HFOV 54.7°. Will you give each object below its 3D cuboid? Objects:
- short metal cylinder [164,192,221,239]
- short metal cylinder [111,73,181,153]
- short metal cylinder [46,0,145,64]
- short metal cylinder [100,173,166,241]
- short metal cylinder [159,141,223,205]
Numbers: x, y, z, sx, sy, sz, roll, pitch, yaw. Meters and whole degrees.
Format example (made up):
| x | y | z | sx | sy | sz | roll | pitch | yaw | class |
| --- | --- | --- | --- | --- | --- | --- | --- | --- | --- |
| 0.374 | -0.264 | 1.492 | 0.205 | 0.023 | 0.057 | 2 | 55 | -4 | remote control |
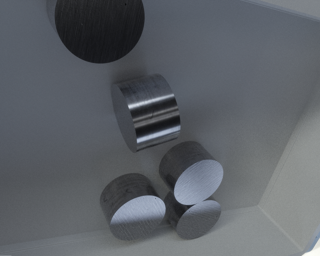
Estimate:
| x | y | z | sx | sy | sz | roll | pitch | yaw | class |
| --- | --- | --- | --- | --- | --- | --- | --- | --- | --- |
| 0.051 | 0.132 | 0.502 | 0.081 | 0.050 | 0.079 | -14 | 124 | -21 | short metal cylinder |
| -0.018 | -0.017 | 0.352 | 0.050 | 0.080 | 0.079 | -18 | 126 | -18 | short metal cylinder |
| -0.061 | -0.107 | 0.292 | 0.081 | 0.050 | 0.079 | -14 | 124 | -21 | short metal cylinder |
| -0.039 | 0.111 | 0.440 | 0.081 | 0.050 | 0.079 | -14 | 124 | -21 | short metal cylinder |
| 0.045 | 0.066 | 0.458 | 0.081 | 0.050 | 0.079 | -14 | 124 | -21 | short metal cylinder |
